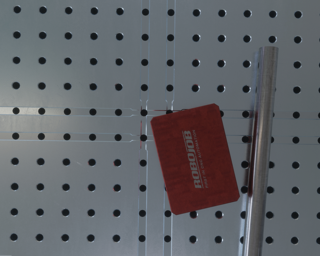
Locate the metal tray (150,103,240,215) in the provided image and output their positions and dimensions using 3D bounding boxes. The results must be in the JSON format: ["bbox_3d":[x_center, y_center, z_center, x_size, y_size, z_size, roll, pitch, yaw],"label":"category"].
[{"bbox_3d":[0.045,0.040,0.411,0.091,0.030,0.129,-13,90,0],"label":"metal tray"}]

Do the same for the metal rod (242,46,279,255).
[{"bbox_3d":[0.133,0.042,0.414,0.025,0.025,0.298,5,90,0],"label":"metal rod"}]
